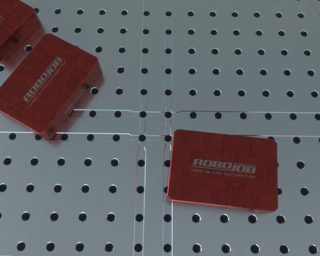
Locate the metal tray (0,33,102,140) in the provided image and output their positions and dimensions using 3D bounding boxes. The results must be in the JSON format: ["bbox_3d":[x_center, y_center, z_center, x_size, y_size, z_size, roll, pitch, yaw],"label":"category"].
[{"bbox_3d":[-0.154,-0.059,0.429,0.090,0.030,0.130,29,72,9],"label":"metal tray"}]

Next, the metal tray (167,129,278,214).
[{"bbox_3d":[0.078,0.054,0.390,0.131,0.030,0.090,6,70,2],"label":"metal tray"}]

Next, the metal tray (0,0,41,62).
[{"bbox_3d":[-0.262,-0.168,0.467,0.130,0.030,0.090,31,73,10],"label":"metal tray"}]
